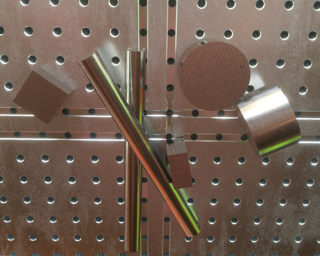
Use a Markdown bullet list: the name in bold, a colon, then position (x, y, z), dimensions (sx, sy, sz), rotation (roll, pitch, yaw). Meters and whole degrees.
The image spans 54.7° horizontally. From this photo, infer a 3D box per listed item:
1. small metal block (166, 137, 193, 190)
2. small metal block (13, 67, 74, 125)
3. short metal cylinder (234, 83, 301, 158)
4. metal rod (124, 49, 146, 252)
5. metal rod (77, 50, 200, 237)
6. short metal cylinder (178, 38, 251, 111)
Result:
- **small metal block**: position (0.026, 0.047, 0.417), dimensions (0.025, 0.050, 0.050), rotation (-10, 110, 3)
- **small metal block**: position (-0.149, -0.041, 0.397), dimensions (0.050, 0.025, 0.050), rotation (36, 106, -13)
- **short metal cylinder**: position (0.129, -0.009, 0.382), dimensions (0.050, 0.080, 0.080), rotation (-24, 109, 8)
- **metal rod**: position (-0.037, 0.045, 0.429), dimensions (0.025, 0.025, 0.298), rotation (2, 110, -1)
- **metal rod**: position (-0.015, 0.039, 0.405), dimensions (0.025, 0.025, 0.299), rotation (-25, 117, 9)
- **short metal cylinder**: position (0.063, -0.066, 0.376), dimensions (0.081, 0.050, 0.079), rotation (0, 110, 0)
